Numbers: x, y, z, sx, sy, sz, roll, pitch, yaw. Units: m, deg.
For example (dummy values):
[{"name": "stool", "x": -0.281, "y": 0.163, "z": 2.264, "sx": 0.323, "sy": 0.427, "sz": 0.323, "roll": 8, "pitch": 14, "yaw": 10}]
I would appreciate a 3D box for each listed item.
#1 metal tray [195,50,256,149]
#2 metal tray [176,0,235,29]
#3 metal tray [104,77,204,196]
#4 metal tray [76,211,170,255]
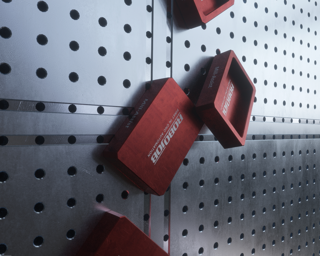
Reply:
[{"name": "metal tray", "x": 0.104, "y": -0.045, "z": 0.470, "sx": 0.090, "sy": 0.030, "sz": 0.130, "roll": 49, "pitch": 46, "yaw": -29}, {"name": "metal tray", "x": 0.052, "y": -0.223, "z": 0.447, "sx": 0.090, "sy": 0.030, "sz": 0.130, "roll": -42, "pitch": 115, "yaw": -32}, {"name": "metal tray", "x": -0.001, "y": 0.010, "z": 0.404, "sx": 0.090, "sy": 0.030, "sz": 0.130, "roll": 47, "pitch": 62, "yaw": -30}, {"name": "metal tray", "x": -0.039, "y": 0.173, "z": 0.373, "sx": 0.130, "sy": 0.030, "sz": 0.090, "roll": 50, "pitch": 60, "yaw": -28}]
